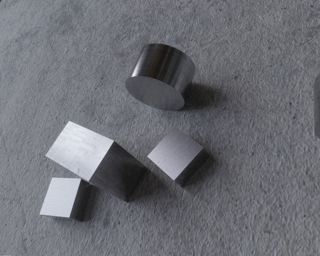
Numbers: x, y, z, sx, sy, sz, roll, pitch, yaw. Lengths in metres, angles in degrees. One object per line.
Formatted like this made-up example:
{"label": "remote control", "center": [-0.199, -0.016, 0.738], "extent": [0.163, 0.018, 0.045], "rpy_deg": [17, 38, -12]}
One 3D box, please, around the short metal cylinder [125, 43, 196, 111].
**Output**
{"label": "short metal cylinder", "center": [0.001, -0.065, 0.406], "extent": [0.080, 0.080, 0.050], "rpy_deg": [7, 66, 31]}

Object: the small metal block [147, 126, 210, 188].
{"label": "small metal block", "center": [0.022, 0.034, 0.371], "extent": [0.050, 0.025, 0.050], "rpy_deg": [-48, 52, -6]}

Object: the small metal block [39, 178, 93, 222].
{"label": "small metal block", "center": [-0.123, 0.094, 0.409], "extent": [0.050, 0.025, 0.050], "rpy_deg": [-3, 60, 26]}

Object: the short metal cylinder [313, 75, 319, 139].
{"label": "short metal cylinder", "center": [0.186, -0.020, 0.284], "extent": [0.080, 0.080, 0.050], "rpy_deg": [-2, 61, 27]}

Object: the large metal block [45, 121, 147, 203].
{"label": "large metal block", "center": [-0.076, 0.042, 0.381], "extent": [0.080, 0.080, 0.050], "rpy_deg": [20, 73, 35]}
